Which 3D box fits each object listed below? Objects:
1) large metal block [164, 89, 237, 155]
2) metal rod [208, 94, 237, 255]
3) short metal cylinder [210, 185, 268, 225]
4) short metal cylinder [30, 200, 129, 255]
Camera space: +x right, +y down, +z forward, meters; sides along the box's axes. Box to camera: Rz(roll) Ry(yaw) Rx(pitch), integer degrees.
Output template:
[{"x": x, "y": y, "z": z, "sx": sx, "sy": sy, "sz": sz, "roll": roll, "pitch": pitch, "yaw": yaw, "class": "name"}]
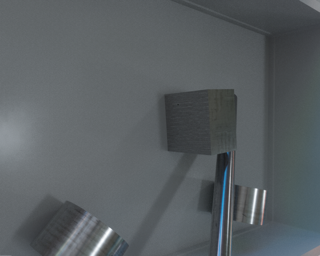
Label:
[{"x": 0.053, "y": -0.009, "z": 0.417, "sx": 0.050, "sy": 0.080, "sz": 0.079, "roll": -6, "pitch": 94, "yaw": -39, "class": "large metal block"}, {"x": 0.086, "y": 0.061, "z": 0.409, "sx": 0.025, "sy": 0.025, "sz": 0.300, "roll": 46, "pitch": 40, "yaw": -31, "class": "metal rod"}, {"x": 0.122, "y": 0.114, "z": 0.476, "sx": 0.081, "sy": 0.080, "sz": 0.050, "roll": 17, "pitch": 79, "yaw": -39, "class": "short metal cylinder"}, {"x": -0.078, "y": 0.117, "z": 0.307, "sx": 0.080, "sy": 0.080, "sz": 0.050, "roll": 51, "pitch": 60, "yaw": -28, "class": "short metal cylinder"}]
